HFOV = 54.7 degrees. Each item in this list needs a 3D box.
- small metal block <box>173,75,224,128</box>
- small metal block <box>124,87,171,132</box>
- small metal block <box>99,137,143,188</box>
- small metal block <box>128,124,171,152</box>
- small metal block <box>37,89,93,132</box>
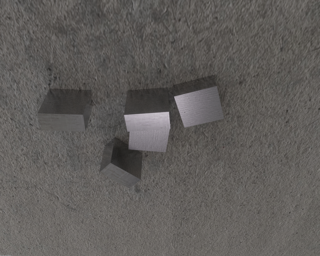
[{"bbox_3d":[0.048,-0.032,0.380,0.050,0.025,0.050,-13,129,11],"label":"small metal block"},{"bbox_3d":[-0.014,-0.023,0.371,0.050,0.050,0.025,-4,130,3],"label":"small metal block"},{"bbox_3d":[-0.053,0.048,0.431,0.050,0.050,0.025,34,122,-26],"label":"small metal block"},{"bbox_3d":[-0.014,0.004,0.410,0.050,0.025,0.050,5,130,-5],"label":"small metal block"},{"bbox_3d":[-0.111,-0.022,0.371,0.050,0.050,0.025,2,130,-2],"label":"small metal block"}]
